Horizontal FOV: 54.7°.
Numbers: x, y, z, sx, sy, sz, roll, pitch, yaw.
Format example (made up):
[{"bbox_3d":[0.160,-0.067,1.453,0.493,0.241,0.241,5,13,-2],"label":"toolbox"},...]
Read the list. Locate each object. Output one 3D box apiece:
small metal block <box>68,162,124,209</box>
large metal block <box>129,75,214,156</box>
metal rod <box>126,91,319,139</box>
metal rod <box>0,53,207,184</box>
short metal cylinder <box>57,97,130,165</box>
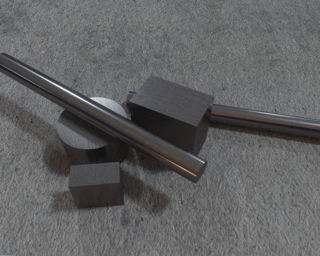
[{"bbox_3d":[-0.066,0.063,0.334,0.050,0.050,0.025,-4,50,-4],"label":"small metal block"},{"bbox_3d":[0.013,-0.007,0.374,0.080,0.080,0.050,22,53,17],"label":"large metal block"},{"bbox_3d":[0.104,-0.015,0.417,0.302,0.025,0.025,9,51,7],"label":"metal rod"},{"bbox_3d":[-0.084,-0.022,0.355,0.300,0.025,0.025,28,55,21],"label":"metal rod"},{"bbox_3d":[-0.079,0.008,0.379,0.081,0.050,0.080,0,50,0],"label":"short metal cylinder"}]
